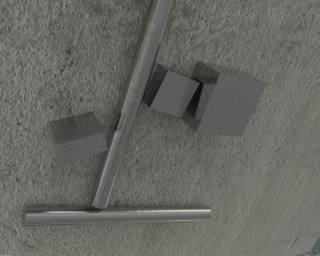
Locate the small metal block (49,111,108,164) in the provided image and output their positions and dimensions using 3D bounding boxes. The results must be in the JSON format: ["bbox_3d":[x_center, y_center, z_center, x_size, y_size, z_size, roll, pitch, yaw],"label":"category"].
[{"bbox_3d":[-0.092,0.009,0.347,0.050,0.050,0.025,-16,125,-20],"label":"small metal block"}]

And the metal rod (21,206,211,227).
[{"bbox_3d":[-0.043,0.130,0.464,0.302,0.025,0.025,9,114,-33],"label":"metal rod"}]

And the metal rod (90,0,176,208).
[{"bbox_3d":[-0.036,-0.028,0.370,0.025,0.025,0.298,6,115,-32],"label":"metal rod"}]

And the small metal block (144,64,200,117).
[{"bbox_3d":[0.013,-0.046,0.387,0.050,0.025,0.050,15,111,-35],"label":"small metal block"}]

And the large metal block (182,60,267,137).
[{"bbox_3d":[0.081,-0.037,0.414,0.081,0.050,0.079,5,116,-31],"label":"large metal block"}]
